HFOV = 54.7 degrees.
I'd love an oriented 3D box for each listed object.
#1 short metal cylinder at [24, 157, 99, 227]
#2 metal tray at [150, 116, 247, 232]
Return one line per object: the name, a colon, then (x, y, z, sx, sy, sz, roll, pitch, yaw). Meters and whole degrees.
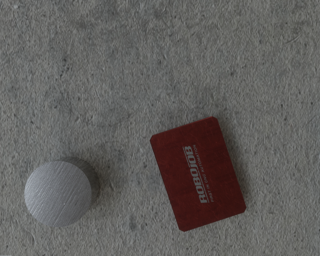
short metal cylinder: (-0.122, 0.079, 0.397, 0.081, 0.050, 0.080, 0, 90, 0)
metal tray: (0.049, 0.059, 0.408, 0.090, 0.030, 0.129, -18, 90, 0)
